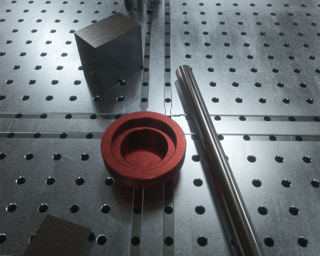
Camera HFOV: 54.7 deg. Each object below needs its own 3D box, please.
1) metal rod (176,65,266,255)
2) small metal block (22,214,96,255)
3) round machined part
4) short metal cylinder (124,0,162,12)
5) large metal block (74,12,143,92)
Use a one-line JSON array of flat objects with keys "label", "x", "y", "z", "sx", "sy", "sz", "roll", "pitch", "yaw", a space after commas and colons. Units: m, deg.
[{"label": "metal rod", "x": 0.065, "y": 0.024, "z": 0.387, "sx": 0.025, "sy": 0.025, "sz": 0.300, "roll": -8, "pitch": 51, "yaw": -7}, {"label": "small metal block", "x": -0.099, "y": 0.120, "z": 0.305, "sx": 0.050, "sy": 0.025, "sz": 0.050, "roll": 15, "pitch": 51, "yaw": 12}, {"label": "round machined part", "x": -0.019, "y": 0.029, "z": 0.372, "sx": 0.099, "sy": 0.042, "sz": 0.098, "roll": 0, "pitch": 50, "yaw": 0}, {"label": "short metal cylinder", "x": -0.036, "y": -0.279, "z": 0.625, "sx": 0.081, "sy": 0.050, "sz": 0.080, "roll": 1, "pitch": 50, "yaw": -1}, {"label": "large metal block", "x": -0.074, "y": -0.115, "z": 0.467, "sx": 0.080, "sy": 0.080, "sz": 0.050, "roll": -36, "pitch": 59, "yaw": -26}]
